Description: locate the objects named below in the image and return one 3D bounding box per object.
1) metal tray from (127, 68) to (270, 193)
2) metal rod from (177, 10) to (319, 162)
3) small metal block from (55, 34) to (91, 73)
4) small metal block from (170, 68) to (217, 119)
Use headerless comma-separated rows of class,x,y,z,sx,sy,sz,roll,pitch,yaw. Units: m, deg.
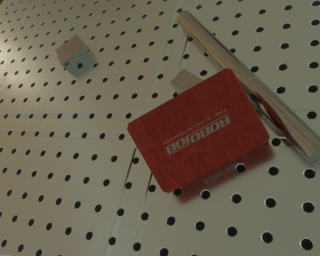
metal tray,0.041,0.004,0.348,0.130,0.030,0.090,-29,91,9
metal rod,0.098,-0.075,0.401,0.025,0.025,0.300,-35,51,5
small metal block,-0.161,-0.139,0.575,0.050,0.025,0.050,-34,52,5
small metal block,0.046,-0.042,0.393,0.025,0.050,0.050,-47,52,-4
